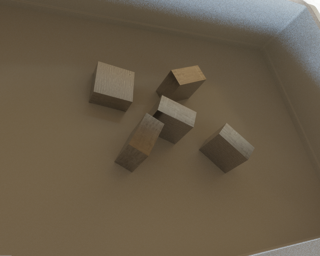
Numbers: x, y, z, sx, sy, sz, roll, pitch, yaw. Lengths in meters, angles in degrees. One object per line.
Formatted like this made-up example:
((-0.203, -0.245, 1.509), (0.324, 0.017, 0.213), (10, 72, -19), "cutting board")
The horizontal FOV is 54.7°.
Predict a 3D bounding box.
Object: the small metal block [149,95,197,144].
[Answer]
((0.012, -0.009, 0.403), (0.050, 0.050, 0.025), (25, 53, -13), "small metal block")

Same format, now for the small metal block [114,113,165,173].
((-0.025, 0.018, 0.367), (0.025, 0.050, 0.050), (33, 51, -8), "small metal block")

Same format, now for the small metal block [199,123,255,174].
((0.090, 0.029, 0.423), (0.050, 0.050, 0.025), (42, 51, 0), "small metal block")

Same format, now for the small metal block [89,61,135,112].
((-0.063, -0.054, 0.406), (0.050, 0.025, 0.050), (14, 56, -21), "small metal block")

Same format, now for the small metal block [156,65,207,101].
((0.030, -0.062, 0.445), (0.050, 0.050, 0.025), (-18, 71, -35), "small metal block")
